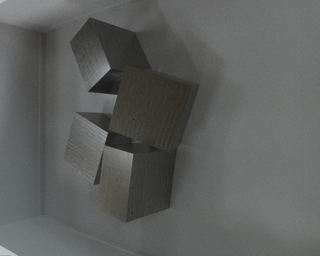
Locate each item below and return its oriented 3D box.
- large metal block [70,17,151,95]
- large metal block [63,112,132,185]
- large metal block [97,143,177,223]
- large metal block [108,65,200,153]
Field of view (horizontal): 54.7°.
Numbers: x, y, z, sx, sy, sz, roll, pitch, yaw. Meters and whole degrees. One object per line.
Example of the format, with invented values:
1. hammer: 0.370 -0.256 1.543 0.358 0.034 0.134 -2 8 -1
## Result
1. large metal block: -0.064 -0.093 0.422 0.050 0.081 0.080 -36 68 34
2. large metal block: -0.094 0.028 0.465 0.080 0.050 0.079 28 108 36
3. large metal block: -0.028 0.064 0.392 0.050 0.081 0.079 12 98 39
4. large metal block: -0.006 -0.026 0.375 0.080 0.050 0.079 20 104 13
